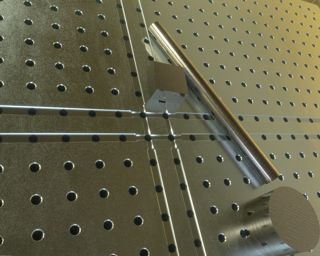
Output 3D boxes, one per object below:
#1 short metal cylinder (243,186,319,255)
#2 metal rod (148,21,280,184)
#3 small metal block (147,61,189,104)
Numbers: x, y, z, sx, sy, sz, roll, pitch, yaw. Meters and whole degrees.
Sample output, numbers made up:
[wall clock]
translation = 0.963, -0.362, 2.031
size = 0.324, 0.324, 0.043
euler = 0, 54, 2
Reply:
[short metal cylinder]
translation = 0.156, 0.122, 0.401
size = 0.081, 0.050, 0.080
euler = 14, 56, -21
[metal rod]
translation = 0.077, -0.045, 0.476
size = 0.025, 0.025, 0.299
euler = -28, 77, -37
[small metal block]
translation = 0.011, -0.066, 0.454
size = 0.050, 0.025, 0.050
euler = 7, 59, -25
